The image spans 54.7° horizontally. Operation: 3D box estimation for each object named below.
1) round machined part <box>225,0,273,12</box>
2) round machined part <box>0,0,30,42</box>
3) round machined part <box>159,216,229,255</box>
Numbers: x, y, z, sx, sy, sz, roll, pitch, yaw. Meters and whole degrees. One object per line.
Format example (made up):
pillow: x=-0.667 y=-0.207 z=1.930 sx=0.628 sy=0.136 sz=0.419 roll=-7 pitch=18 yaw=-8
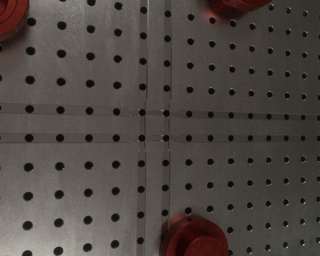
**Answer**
round machined part: x=0.122 y=-0.218 z=0.450 sx=0.099 sy=0.042 sz=0.097 roll=0 pitch=90 yaw=-21
round machined part: x=-0.193 y=-0.139 z=0.332 sx=0.099 sy=0.042 sz=0.097 roll=0 pitch=90 yaw=-21
round machined part: x=0.052 y=0.175 z=0.425 sx=0.099 sy=0.042 sz=0.097 roll=0 pitch=90 yaw=-21
